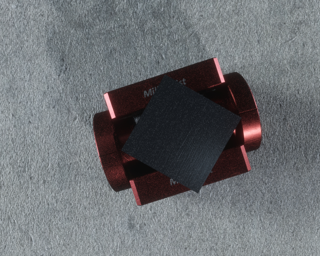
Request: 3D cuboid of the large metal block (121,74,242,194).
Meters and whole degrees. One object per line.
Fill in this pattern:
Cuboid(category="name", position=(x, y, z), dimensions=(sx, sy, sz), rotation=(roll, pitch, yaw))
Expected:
Cuboid(category="large metal block", position=(0.019, 0.005, 0.306), dimensions=(0.080, 0.050, 0.080), rotation=(30, 90, -1))

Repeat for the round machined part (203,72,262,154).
Cuboid(category="round machined part", position=(0.082, -0.015, 0.375), dimensions=(0.042, 0.098, 0.097), rotation=(-16, 90, 0))

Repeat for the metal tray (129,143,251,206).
Cuboid(category="metal tray", position=(0.033, 0.051, 0.378), dimensions=(0.131, 0.090, 0.030), rotation=(-17, 90, -1))

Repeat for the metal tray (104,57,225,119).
Cuboid(category="metal tray", position=(0.005, -0.044, 0.380), dimensions=(0.131, 0.090, 0.030), rotation=(-18, 90, -1))

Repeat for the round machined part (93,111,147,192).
Cuboid(category="round machined part", position=(-0.044, 0.024, 0.374), dimensions=(0.042, 0.098, 0.097), rotation=(-16, 90, 0))
